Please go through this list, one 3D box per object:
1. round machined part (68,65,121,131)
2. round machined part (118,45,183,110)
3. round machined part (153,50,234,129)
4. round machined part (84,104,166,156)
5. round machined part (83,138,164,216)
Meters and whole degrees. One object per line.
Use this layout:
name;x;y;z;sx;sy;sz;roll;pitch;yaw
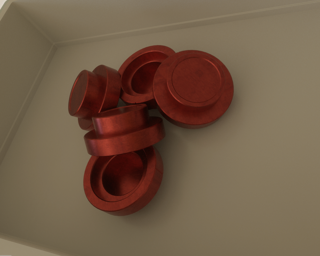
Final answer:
round machined part;-0.099;-0.045;0.444;0.098;0.042;0.098;-29;53;48
round machined part;-0.011;-0.066;0.438;0.098;0.042;0.098;-13;56;21
round machined part;0.041;-0.051;0.374;0.099;0.042;0.098;1;76;-3
round machined part;-0.045;-0.002;0.381;0.098;0.098;0.042;-6;103;25
round machined part;-0.040;0.059;0.377;0.098;0.042;0.098;-13;56;21
